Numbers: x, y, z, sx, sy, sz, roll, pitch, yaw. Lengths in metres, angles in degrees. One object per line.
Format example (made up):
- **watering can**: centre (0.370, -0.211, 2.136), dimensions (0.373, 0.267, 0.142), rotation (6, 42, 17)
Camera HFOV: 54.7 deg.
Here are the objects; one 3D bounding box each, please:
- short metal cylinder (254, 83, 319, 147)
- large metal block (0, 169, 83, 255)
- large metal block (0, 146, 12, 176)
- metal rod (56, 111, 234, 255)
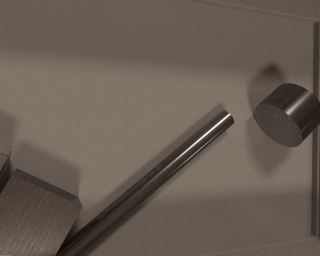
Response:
- **short metal cylinder**: centre (0.187, -0.018, 0.452), dimensions (0.050, 0.080, 0.080), rotation (-40, 103, -16)
- **large metal block**: centre (-0.145, 0.101, 0.344), dimensions (0.080, 0.050, 0.080), rotation (31, 80, -18)
- **large metal block**: centre (-0.209, 0.046, 0.309), dimensions (0.080, 0.050, 0.080), rotation (27, 65, -19)
- **metal rod**: centre (-0.015, 0.075, 0.406), dimensions (0.301, 0.025, 0.025), rotation (-38, 103, -16)
